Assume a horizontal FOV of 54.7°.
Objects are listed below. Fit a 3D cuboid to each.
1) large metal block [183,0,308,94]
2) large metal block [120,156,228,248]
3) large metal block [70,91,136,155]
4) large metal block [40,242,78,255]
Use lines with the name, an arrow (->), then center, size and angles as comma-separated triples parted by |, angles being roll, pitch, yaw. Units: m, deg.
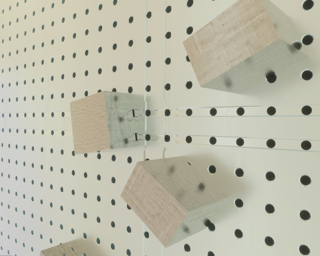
large metal block -> 0.084, -0.077, 0.303 | 0.080, 0.081, 0.050 | -30, 72, 36
large metal block -> 0.016, 0.079, 0.358 | 0.080, 0.081, 0.050 | 40, 114, 32
large metal block -> -0.086, -0.006, 0.461 | 0.080, 0.050, 0.080 | -11, 83, 39
large metal block -> -0.171, 0.261, 0.531 | 0.080, 0.050, 0.079 | 33, 110, 34
